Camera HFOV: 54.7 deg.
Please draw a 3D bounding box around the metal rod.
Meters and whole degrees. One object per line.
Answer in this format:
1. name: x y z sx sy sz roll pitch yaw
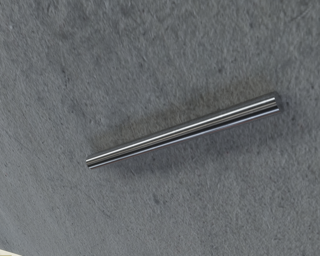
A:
1. metal rod: 0.008 0.013 0.409 0.300 0.025 0.025 -19 108 35
